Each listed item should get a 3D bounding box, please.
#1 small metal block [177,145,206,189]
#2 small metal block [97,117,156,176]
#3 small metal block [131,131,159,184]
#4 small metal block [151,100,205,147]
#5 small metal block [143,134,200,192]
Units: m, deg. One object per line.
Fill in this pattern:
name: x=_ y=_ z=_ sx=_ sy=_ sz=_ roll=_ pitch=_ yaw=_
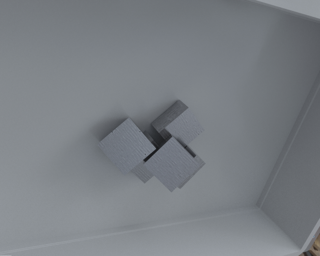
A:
small metal block: x=0.028 y=0.048 z=0.437 sx=0.050 sy=0.050 sz=0.025 roll=-46 pitch=130 yaw=4
small metal block: x=-0.040 y=0.022 z=0.384 sx=0.050 sy=0.025 sz=0.050 roll=-41 pitch=91 yaw=-1
small metal block: x=-0.020 y=0.040 z=0.422 sx=0.050 sy=0.025 sz=0.050 roll=-41 pitch=130 yaw=-1
small metal block: x=0.025 y=-0.001 z=0.421 sx=0.050 sy=0.025 sz=0.050 roll=-41 pitch=130 yaw=-1
small metal block: x=0.014 y=0.044 z=0.395 sx=0.050 sy=0.025 sz=0.050 roll=-44 pitch=96 yaw=2
